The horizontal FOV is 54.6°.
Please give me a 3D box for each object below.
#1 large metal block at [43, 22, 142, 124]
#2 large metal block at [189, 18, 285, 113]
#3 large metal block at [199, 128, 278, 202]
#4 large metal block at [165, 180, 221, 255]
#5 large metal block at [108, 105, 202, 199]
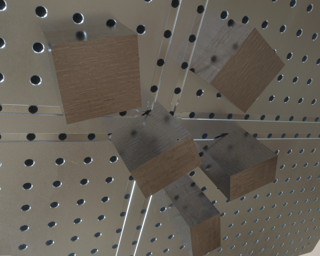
[{"bbox_3d":[-0.068,-0.059,0.321,0.081,0.050,0.080,-15,125,-20],"label":"large metal block"},{"bbox_3d":[0.099,-0.079,0.400,0.080,0.050,0.080,31,101,-38],"label":"large metal block"},{"bbox_3d":[0.117,0.053,0.471,0.081,0.080,0.050,-20,126,-17],"label":"large metal block"},{"bbox_3d":[0.052,0.144,0.493,0.050,0.080,0.080,-20,126,-17],"label":"large metal block"},{"bbox_3d":[-0.007,0.027,0.388,0.080,0.080,0.050,-31,129,-9],"label":"large metal block"}]
